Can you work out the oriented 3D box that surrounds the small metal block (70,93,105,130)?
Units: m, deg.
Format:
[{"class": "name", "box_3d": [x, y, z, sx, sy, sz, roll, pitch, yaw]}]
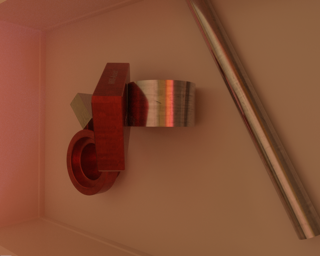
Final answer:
[{"class": "small metal block", "box_3d": [-0.100, -0.025, 0.470, 0.025, 0.050, 0.050, -48, 62, 29]}]

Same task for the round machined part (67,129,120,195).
[{"class": "round machined part", "box_3d": [-0.096, 0.050, 0.472, 0.098, 0.042, 0.097, 0, 90, 39]}]

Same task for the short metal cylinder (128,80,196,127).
[{"class": "short metal cylinder", "box_3d": [0.002, -0.027, 0.368, 0.080, 0.081, 0.050, 1, 91, 39]}]

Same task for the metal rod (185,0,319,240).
[{"class": "metal rod", "box_3d": [0.090, -0.034, 0.331, 0.025, 0.025, 0.299, -33, 70, 35]}]

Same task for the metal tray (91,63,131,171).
[{"class": "metal tray", "box_3d": [-0.054, -0.019, 0.376, 0.030, 0.130, 0.089, 0, 117, -2]}]
